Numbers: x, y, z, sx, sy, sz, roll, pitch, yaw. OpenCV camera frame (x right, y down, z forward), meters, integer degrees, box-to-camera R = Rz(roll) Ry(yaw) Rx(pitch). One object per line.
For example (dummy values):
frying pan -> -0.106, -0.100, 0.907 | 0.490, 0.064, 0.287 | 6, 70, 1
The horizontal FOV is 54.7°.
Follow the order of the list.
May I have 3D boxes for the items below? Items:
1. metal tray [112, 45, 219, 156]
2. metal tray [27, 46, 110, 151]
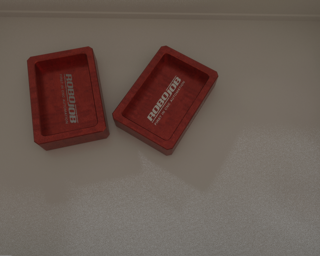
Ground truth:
metal tray -> 0.009, -0.040, 0.421 | 0.090, 0.030, 0.130 | 30, 73, 10
metal tray -> -0.125, -0.042, 0.421 | 0.091, 0.030, 0.130 | -12, 70, -5
